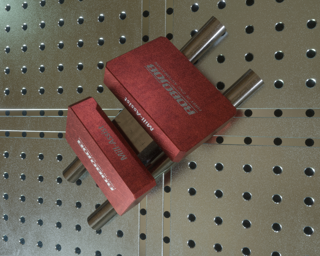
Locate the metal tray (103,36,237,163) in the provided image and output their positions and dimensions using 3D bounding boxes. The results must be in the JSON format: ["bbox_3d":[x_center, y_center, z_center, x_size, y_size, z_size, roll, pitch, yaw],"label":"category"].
[{"bbox_3d":[0.010,-0.037,0.350,0.091,0.030,0.130,-34,75,-29],"label":"metal tray"}]

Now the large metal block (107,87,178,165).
[{"bbox_3d":[-0.013,-0.002,0.386,0.080,0.080,0.050,-44,77,14],"label":"large metal block"}]

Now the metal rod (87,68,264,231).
[{"bbox_3d":[0.011,0.037,0.408,0.299,0.025,0.025,-43,77,14],"label":"metal rod"}]

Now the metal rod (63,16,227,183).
[{"bbox_3d":[-0.030,-0.030,0.422,0.299,0.025,0.025,-44,77,14],"label":"metal rod"}]

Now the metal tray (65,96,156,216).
[{"bbox_3d":[-0.066,0.037,0.377,0.130,0.030,0.090,52,149,12],"label":"metal tray"}]
